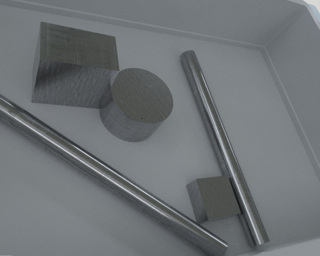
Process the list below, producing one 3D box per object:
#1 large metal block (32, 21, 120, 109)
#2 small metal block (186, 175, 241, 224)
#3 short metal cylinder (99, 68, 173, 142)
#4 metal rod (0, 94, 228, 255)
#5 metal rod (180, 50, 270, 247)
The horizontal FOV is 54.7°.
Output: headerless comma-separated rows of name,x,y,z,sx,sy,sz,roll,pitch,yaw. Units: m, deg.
large metal block,-0.100,-0.067,0.358,0.081,0.080,0.050,4,60,-27
small metal block,0.067,0.090,0.389,0.050,0.025,0.050,-1,62,-29
short metal cylinder,-0.030,-0.029,0.392,0.081,0.050,0.080,14,56,-21
metal rod,-0.053,0.058,0.342,0.301,0.025,0.025,34,51,-6
metal rod,0.085,0.013,0.445,0.025,0.025,0.299,-3,63,-30
